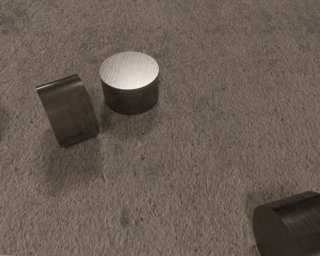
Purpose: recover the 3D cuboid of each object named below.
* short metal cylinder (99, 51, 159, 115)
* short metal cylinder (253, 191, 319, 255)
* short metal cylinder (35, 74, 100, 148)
[{"bbox_3d":[-0.042,-0.064,0.440,0.081,0.050,0.080,0,50,0],"label":"short metal cylinder"},{"bbox_3d":[0.128,0.103,0.282,0.050,0.080,0.080,-13,52,-11],"label":"short metal cylinder"},{"bbox_3d":[-0.114,-0.021,0.384,0.050,0.080,0.080,-22,54,-18],"label":"short metal cylinder"}]
